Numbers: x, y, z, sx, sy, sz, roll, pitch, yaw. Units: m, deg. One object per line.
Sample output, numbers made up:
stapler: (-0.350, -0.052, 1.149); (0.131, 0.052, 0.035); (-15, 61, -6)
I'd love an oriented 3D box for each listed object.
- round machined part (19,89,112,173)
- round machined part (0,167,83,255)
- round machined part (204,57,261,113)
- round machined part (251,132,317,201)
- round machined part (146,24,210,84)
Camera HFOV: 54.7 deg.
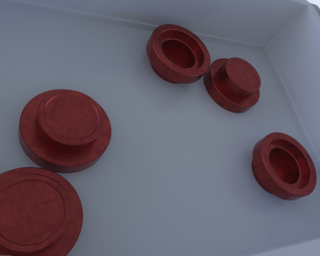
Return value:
round machined part: (-0.101, -0.003, 0.342); (0.099, 0.042, 0.098); (14, 56, -21)
round machined part: (-0.119, 0.081, 0.281); (0.099, 0.042, 0.098); (14, 56, -21)
round machined part: (0.125, -0.077, 0.509); (0.099, 0.042, 0.098); (14, 56, -21)
round machined part: (0.175, 0.059, 0.453); (0.099, 0.042, 0.098); (14, 56, -21)
round machined part: (0.024, -0.107, 0.473); (0.099, 0.042, 0.098); (14, 56, -21)
